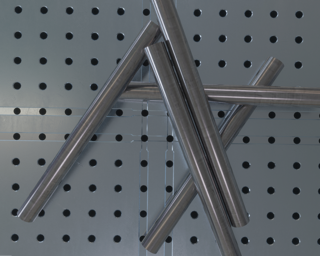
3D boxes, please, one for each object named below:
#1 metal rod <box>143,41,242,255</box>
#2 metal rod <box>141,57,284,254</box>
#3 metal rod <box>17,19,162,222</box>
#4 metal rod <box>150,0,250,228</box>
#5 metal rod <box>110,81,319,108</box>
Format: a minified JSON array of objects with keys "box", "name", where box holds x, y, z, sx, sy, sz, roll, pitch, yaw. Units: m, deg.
[{"box":[0.046,0.042,0.383,0.025,0.025,0.299,-21,100,0],"name":"metal rod"},{"box":[0.070,0.036,0.413,0.025,0.025,0.299,34,90,0],"name":"metal rod"},{"box":[-0.091,-0.003,0.393,0.025,0.025,0.299,36,97,0],"name":"metal rod"},{"box":[0.052,-0.015,0.377,0.025,0.025,0.299,-21,100,0],"name":"metal rod"},{"box":[0.084,-0.043,0.393,0.301,0.025,0.025,3,90,8],"name":"metal rod"}]
